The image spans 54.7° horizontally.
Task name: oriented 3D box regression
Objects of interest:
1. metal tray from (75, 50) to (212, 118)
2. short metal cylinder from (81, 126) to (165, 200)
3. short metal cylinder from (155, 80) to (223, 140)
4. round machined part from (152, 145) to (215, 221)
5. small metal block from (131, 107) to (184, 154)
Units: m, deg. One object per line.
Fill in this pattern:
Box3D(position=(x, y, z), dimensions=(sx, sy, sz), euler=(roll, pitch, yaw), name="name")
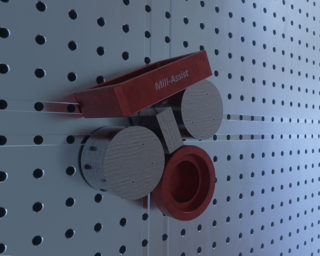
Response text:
Box3D(position=(-0.016, -0.050, 0.347), dimensions=(0.131, 0.090, 0.030), euler=(-29, 109, -36), name="metal tray")
Box3D(position=(-0.042, 0.037, 0.353), dimensions=(0.081, 0.050, 0.079), euler=(0, 90, -40), name="short metal cylinder")
Box3D(position=(0.041, -0.024, 0.422), dimensions=(0.081, 0.050, 0.079), euler=(0, 90, -40), name="short metal cylinder")
Box3D(position=(0.027, 0.071, 0.416), dimensions=(0.099, 0.042, 0.097), euler=(0, 90, -40), name="round machined part")
Box3D(position=(-0.004, 0.003, 0.384), dimensions=(0.025, 0.050, 0.050), euler=(-32, 110, -36), name="small metal block")
